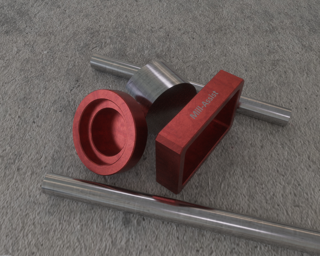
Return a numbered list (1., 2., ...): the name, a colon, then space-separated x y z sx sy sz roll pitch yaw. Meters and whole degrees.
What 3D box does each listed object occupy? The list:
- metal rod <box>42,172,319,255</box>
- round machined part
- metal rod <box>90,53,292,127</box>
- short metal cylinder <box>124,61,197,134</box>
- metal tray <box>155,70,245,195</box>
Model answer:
1. metal rod: 0.020 0.089 0.328 0.301 0.025 0.025 10 51 8
2. round machined part: -0.054 0.004 0.365 0.098 0.097 0.042 38 21 27
3. metal rod: 0.034 -0.060 0.453 0.301 0.025 0.025 19 53 15
4. short metal cylinder: 0.000 -0.038 0.400 0.081 0.080 0.050 -29 56 -22
5. metal tray: 0.046 0.004 0.358 0.030 0.090 0.131 30 56 23
